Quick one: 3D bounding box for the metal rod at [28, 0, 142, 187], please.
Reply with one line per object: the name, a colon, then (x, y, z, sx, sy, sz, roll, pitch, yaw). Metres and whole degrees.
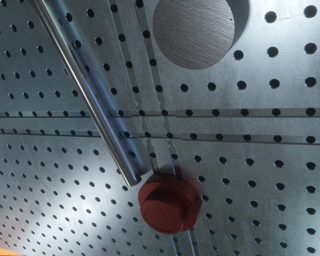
metal rod: (-0.098, -0.045, 0.433, 0.025, 0.025, 0.299, -12, 113, 33)

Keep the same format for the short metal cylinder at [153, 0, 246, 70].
short metal cylinder: (0.040, -0.104, 0.309, 0.080, 0.050, 0.079, 13, 124, 20)

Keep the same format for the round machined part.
round machined part: (0.010, 0.121, 0.469, 0.098, 0.042, 0.097, 13, 124, 20)
